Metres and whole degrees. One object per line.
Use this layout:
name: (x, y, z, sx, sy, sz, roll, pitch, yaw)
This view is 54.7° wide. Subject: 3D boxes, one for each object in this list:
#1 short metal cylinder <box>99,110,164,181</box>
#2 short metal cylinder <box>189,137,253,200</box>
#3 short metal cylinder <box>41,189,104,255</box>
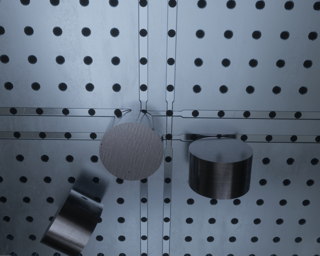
short metal cylinder: (-0.035, 0.022, 0.408, 0.081, 0.050, 0.079, 0, 110, 0)
short metal cylinder: (0.078, 0.049, 0.403, 0.081, 0.080, 0.050, -1, 110, 0)
short metal cylinder: (-0.122, 0.131, 0.431, 0.050, 0.080, 0.080, 31, 107, -11)
